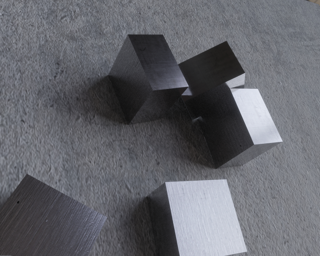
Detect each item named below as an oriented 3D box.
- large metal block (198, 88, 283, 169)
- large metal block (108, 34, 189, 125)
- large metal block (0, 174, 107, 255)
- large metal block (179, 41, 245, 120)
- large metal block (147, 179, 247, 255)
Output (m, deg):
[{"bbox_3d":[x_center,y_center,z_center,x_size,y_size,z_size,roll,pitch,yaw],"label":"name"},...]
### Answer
[{"bbox_3d":[0.105,0.002,0.424,0.050,0.080,0.080,-3,64,-30],"label":"large metal block"},{"bbox_3d":[-0.019,-0.061,0.395,0.050,0.080,0.080,-11,68,-33],"label":"large metal block"},{"bbox_3d":[-0.106,0.100,0.269,0.080,0.050,0.080,32,52,-8],"label":"large metal block"},{"bbox_3d":[0.065,-0.060,0.419,0.080,0.080,0.050,-25,71,5],"label":"large metal block"},{"bbox_3d":[0.038,0.105,0.344,0.081,0.050,0.080,3,61,-27],"label":"large metal block"}]
